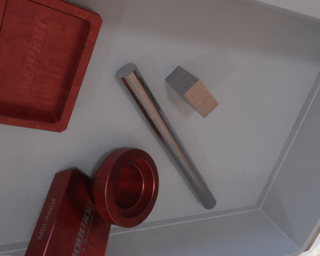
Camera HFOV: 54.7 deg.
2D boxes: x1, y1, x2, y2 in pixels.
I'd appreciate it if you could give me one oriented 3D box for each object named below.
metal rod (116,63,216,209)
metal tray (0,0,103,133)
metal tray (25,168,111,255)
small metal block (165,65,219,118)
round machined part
[{"bbox_3d":[0.024,0.033,0.443,0.025,0.025,0.299,-36,130,-5],"label":"metal rod"},{"bbox_3d":[-0.121,-0.064,0.300,0.091,0.030,0.129,11,113,-33],"label":"metal tray"},{"bbox_3d":[-0.102,0.126,0.369,0.030,0.130,0.090,-16,135,26],"label":"metal tray"},{"bbox_3d":[0.040,-0.046,0.388,0.025,0.050,0.050,-45,130,3],"label":"small metal block"},{"bbox_3d":[-0.048,0.075,0.399,0.099,0.042,0.097,1,89,-52],"label":"round machined part"}]
